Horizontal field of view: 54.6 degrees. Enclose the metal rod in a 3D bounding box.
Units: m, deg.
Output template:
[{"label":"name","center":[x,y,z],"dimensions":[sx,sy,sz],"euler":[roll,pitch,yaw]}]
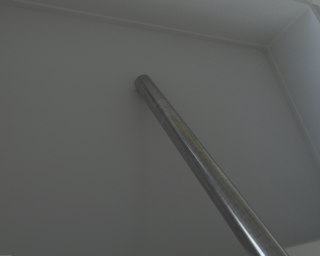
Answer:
[{"label":"metal rod","center":[0.034,0.023,0.326],"dimensions":[0.025,0.025,0.300],"euler":[0,35,-28]}]
